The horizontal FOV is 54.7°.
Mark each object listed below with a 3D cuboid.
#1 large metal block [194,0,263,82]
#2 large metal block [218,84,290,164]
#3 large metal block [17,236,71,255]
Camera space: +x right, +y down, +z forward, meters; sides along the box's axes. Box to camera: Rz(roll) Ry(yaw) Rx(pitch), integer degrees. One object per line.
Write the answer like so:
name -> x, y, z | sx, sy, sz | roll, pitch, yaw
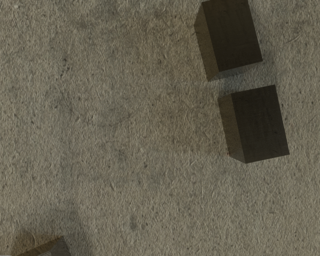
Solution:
large metal block -> 0.080, -0.107, 0.383 | 0.050, 0.080, 0.080 | -14, 90, 0
large metal block -> 0.111, -0.005, 0.383 | 0.050, 0.080, 0.080 | -12, 90, 0
large metal block -> -0.153, 0.199, 0.396 | 0.080, 0.050, 0.080 | -24, 90, 0
